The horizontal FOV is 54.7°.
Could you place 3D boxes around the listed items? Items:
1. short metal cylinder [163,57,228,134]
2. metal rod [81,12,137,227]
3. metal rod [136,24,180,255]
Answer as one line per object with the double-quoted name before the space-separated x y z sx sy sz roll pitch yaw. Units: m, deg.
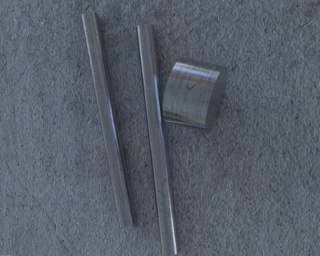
"short metal cylinder" 0.043 -0.038 0.365 0.050 0.080 0.080 17 96 19
"metal rod" -0.072 -0.015 0.434 0.025 0.025 0.298 -12 86 19
"metal rod" -0.003 0.013 0.409 0.025 0.025 0.298 -7 88 20
